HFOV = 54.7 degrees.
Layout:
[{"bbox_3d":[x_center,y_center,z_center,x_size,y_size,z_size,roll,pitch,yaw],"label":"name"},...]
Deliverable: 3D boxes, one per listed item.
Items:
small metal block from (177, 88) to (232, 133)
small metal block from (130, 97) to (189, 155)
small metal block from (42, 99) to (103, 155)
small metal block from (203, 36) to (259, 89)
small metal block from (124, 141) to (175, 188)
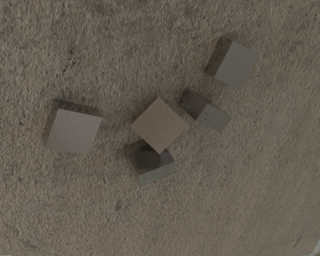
[{"bbox_3d":[0.058,-0.023,0.408,0.050,0.050,0.025,23,106,-37],"label":"small metal block"},{"bbox_3d":[0.000,-0.003,0.388,0.050,0.025,0.050,44,93,0],"label":"small metal block"},{"bbox_3d":[-0.100,0.000,0.352,0.050,0.025,0.050,12,112,-34],"label":"small metal block"},{"bbox_3d":[0.093,-0.085,0.405,0.050,0.025,0.050,14,111,-34],"label":"small metal block"},{"bbox_3d":[-0.014,0.043,0.407,0.050,0.050,0.025,-19,137,-17],"label":"small metal block"}]
